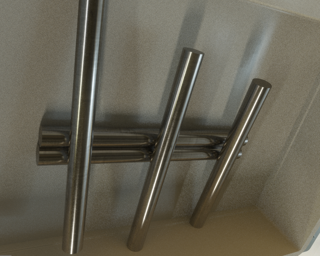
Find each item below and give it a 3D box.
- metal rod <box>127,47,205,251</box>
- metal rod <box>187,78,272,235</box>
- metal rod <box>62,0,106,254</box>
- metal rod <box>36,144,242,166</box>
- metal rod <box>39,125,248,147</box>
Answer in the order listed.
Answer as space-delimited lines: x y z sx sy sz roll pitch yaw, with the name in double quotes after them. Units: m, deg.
0.000 0.045 0.404 0.025 0.025 0.298 1 118 -30 "metal rod"
0.094 0.063 0.470 0.025 0.025 0.298 -4 129 -27 "metal rod"
-0.085 0.007 0.335 0.025 0.025 0.298 -1 111 -29 "metal rod"
-0.008 0.034 0.426 0.303 0.025 0.025 2 118 -30 "metal rod"
-0.001 0.013 0.416 0.303 0.025 0.025 2 118 -30 "metal rod"
